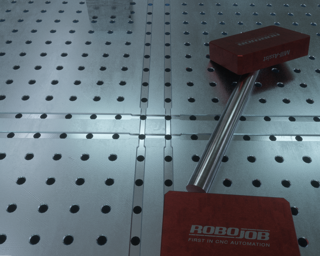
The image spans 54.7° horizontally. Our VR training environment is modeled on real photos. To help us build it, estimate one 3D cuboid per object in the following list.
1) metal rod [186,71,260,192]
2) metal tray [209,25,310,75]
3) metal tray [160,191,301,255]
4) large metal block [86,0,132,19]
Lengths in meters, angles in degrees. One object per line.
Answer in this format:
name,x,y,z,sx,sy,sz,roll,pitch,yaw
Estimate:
metal rod,0.107,-0.032,0.435,0.025,0.025,0.301,21,53,16
metal tray,0.157,-0.128,0.496,0.131,0.030,0.090,-18,34,-15
metal tray,0.067,0.113,0.310,0.131,0.030,0.090,3,50,2
large metal block,-0.097,-0.257,0.606,0.081,0.050,0.080,-1,50,-1
